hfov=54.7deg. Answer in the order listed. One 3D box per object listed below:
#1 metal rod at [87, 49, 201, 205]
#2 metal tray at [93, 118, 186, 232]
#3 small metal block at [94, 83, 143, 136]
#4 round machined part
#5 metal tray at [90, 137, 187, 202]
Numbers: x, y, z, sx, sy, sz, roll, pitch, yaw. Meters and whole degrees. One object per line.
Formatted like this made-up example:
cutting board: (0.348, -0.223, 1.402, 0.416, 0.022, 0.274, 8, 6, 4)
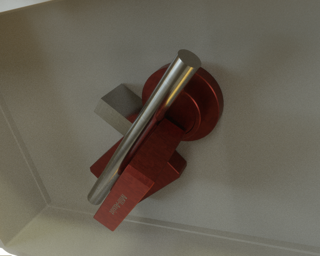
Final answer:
metal rod: (-0.037, 0.023, 0.389, 0.025, 0.025, 0.298, 38, 133, 2)
metal tray: (-0.026, 0.057, 0.363, 0.030, 0.090, 0.129, 36, 135, 1)
small metal block: (-0.047, -0.024, 0.399, 0.050, 0.050, 0.025, 39, 129, 1)
round machined part: (0.022, -0.025, 0.367, 0.098, 0.042, 0.097, 13, 124, 20)
metal tray: (-0.036, 0.057, 0.456, 0.090, 0.030, 0.129, 46, 129, -5)
